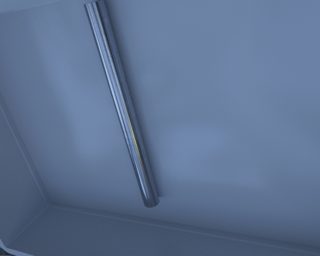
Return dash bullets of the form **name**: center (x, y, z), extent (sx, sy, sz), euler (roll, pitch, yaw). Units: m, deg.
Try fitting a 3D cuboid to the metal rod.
- **metal rod**: center (-0.044, -0.014, 0.421), extent (0.025, 0.025, 0.298), euler (1, 119, 27)
